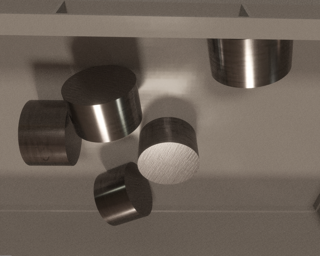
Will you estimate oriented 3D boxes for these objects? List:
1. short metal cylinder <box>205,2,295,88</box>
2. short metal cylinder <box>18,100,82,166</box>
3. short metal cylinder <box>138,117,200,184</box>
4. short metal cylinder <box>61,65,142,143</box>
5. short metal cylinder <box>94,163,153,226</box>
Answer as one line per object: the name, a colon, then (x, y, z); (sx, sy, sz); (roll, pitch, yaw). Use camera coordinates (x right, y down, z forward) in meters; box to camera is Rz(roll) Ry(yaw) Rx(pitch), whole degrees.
short metal cylinder: (0.087, -0.083, 0.304); (0.080, 0.080, 0.050); (-9, 130, 7)
short metal cylinder: (-0.129, 0.006, 0.376); (0.050, 0.080, 0.079); (0, 130, -1)
short metal cylinder: (0.011, 0.032, 0.420); (0.081, 0.050, 0.079); (0, 130, 0)
short metal cylinder: (-0.063, -0.029, 0.348); (0.080, 0.080, 0.050); (-4, 130, 3)
short metal cylinder: (-0.052, 0.097, 0.455); (0.050, 0.080, 0.080); (-22, 127, 17)
